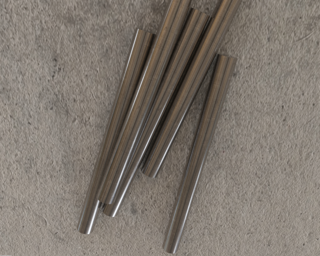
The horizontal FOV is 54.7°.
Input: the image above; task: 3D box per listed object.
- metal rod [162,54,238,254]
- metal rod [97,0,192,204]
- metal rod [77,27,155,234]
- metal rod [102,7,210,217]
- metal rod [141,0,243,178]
[{"bbox_3d":[0.049,0.048,0.428,0.025,0.025,0.298,12,110,-5],"label":"metal rod"},{"bbox_3d":[-0.019,-0.039,0.379,0.025,0.025,0.298,20,105,-8],"label":"metal rod"},{"bbox_3d":[-0.064,0.017,0.415,0.025,0.025,0.298,17,109,-7],"label":"metal rod"},{"bbox_3d":[-0.013,-0.007,0.407,0.025,0.025,0.298,22,108,-9],"label":"metal rod"},{"bbox_3d":[0.044,-0.067,0.385,0.025,0.025,0.298,22,108,-8],"label":"metal rod"}]
